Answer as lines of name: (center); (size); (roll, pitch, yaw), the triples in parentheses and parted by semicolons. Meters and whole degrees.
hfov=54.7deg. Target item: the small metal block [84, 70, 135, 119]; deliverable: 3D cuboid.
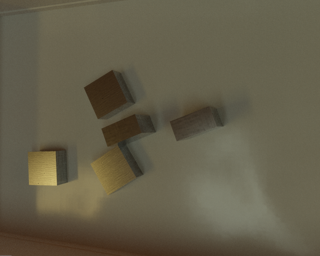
small metal block: (-0.071, -0.045, 0.434); (0.050, 0.025, 0.050); (-28, 81, 17)

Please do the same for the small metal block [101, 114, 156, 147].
small metal block: (-0.040, 0.003, 0.410); (0.050, 0.050, 0.025); (-22, 82, 18)

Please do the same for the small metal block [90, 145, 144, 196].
small metal block: (-0.060, 0.058, 0.430); (0.050, 0.025, 0.050); (-34, 80, 16)

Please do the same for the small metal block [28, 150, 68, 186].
small metal block: (-0.170, 0.060, 0.469); (0.050, 0.025, 0.050); (-3, 89, 19)

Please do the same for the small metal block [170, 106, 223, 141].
small metal block: (0.046, -0.005, 0.380); (0.050, 0.050, 0.025); (-21, 83, 18)
